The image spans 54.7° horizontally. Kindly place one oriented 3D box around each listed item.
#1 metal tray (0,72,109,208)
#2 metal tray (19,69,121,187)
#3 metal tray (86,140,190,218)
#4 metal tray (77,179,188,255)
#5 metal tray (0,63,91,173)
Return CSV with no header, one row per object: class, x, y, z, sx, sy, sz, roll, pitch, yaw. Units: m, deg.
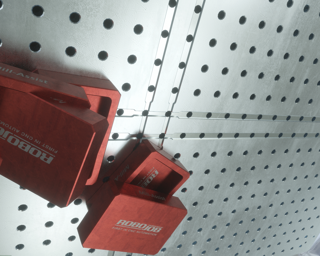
metal tray,-0.124,0.006,0.292,0.130,0.030,0.089,27,109,7
metal tray,-0.106,0.005,0.354,0.091,0.030,0.129,5,116,-31
metal tray,-0.030,0.089,0.448,0.130,0.030,0.090,-48,129,5
metal tray,-0.035,0.128,0.430,0.131,0.030,0.090,25,105,-37
metal tray,-0.142,-0.010,0.284,0.131,0.030,0.089,15,113,-31
